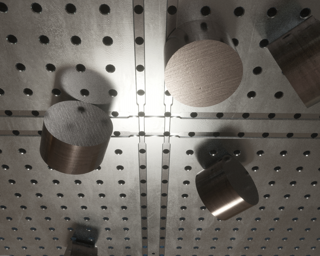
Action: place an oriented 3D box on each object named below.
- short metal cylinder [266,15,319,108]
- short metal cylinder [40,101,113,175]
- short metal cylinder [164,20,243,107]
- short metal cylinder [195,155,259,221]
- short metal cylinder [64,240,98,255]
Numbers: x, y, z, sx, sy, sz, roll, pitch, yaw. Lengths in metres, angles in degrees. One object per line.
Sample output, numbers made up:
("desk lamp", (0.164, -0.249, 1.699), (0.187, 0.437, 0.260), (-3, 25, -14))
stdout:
("short metal cylinder", (0.155, -0.067, 0.321), (0.050, 0.080, 0.080), (-33, 123, 24))
("short metal cylinder", (-0.104, 0.011, 0.383), (0.081, 0.080, 0.050), (15, 129, -13))
("short metal cylinder", (0.045, -0.069, 0.337), (0.081, 0.050, 0.079), (-1, 130, -1))
("short metal cylinder", (0.098, 0.086, 0.451), (0.080, 0.080, 0.050), (35, 122, -27))
("short metal cylinder", (-0.159, 0.264, 0.598), (0.050, 0.080, 0.079), (21, 127, -17))
